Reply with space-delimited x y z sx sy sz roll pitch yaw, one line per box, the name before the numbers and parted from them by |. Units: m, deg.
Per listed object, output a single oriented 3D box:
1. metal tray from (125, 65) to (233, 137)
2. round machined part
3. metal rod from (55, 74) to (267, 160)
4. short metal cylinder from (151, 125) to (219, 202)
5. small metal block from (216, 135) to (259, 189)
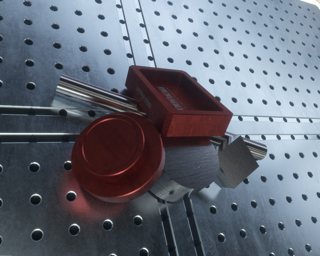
metal tray | 0.019 -0.038 0.396 0.091 0.030 0.130 0 33 -29
round machined part | -0.046 0.024 0.323 0.099 0.042 0.098 -4 62 7
metal rod | 0.015 -0.008 0.417 0.302 0.025 0.025 18 55 -18
short metal cylinder | 0.023 0.043 0.374 0.081 0.050 0.080 14 56 -21
small metal block | 0.096 0.045 0.414 0.050 0.025 0.050 -35 97 -22
